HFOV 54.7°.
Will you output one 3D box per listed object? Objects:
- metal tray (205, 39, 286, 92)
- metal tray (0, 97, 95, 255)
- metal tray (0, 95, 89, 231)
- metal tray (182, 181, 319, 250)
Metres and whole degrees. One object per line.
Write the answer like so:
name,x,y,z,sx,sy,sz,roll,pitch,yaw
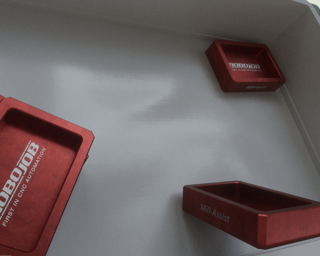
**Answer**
metal tray,0.153,-0.110,0.551,0.131,0.030,0.090,-5,64,-30
metal tray,-0.122,0.045,0.269,0.090,0.030,0.130,25,53,-13
metal tray,-0.150,0.028,0.305,0.130,0.030,0.090,34,51,-6
metal tray,0.095,0.087,0.338,0.091,0.130,0.030,1,92,-28
